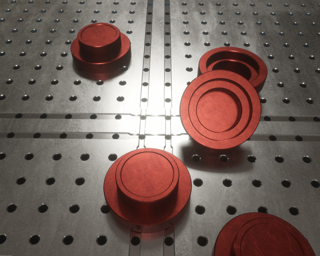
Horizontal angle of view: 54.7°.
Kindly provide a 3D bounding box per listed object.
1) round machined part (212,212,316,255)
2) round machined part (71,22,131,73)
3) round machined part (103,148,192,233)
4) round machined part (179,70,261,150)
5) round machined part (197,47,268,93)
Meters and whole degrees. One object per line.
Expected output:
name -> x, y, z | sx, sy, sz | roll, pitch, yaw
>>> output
round machined part -> 0.101, 0.125, 0.293 | 0.099, 0.042, 0.098 | 0, 50, 0
round machined part -> -0.098, -0.137, 0.511 | 0.099, 0.042, 0.098 | 0, 50, 0
round machined part -> -0.014, 0.061, 0.345 | 0.099, 0.042, 0.098 | 1, 50, 0
round machined part -> 0.074, -0.022, 0.395 | 0.099, 0.042, 0.097 | 0, 88, 2
round machined part -> 0.105, -0.075, 0.461 | 0.099, 0.042, 0.098 | 0, 50, 0
